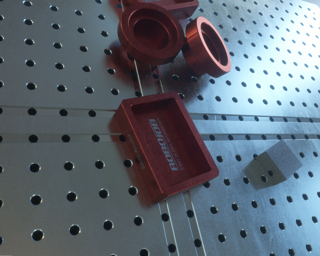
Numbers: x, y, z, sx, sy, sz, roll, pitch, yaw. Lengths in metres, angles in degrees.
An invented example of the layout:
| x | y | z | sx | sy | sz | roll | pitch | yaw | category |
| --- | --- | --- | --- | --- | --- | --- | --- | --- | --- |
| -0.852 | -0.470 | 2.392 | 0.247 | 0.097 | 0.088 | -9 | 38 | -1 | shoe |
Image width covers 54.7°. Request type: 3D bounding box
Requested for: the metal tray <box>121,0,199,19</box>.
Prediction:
| x | y | z | sx | sy | sz | roll | pitch | yaw | category |
| --- | --- | --- | --- | --- | --- | --- | --- | --- | --- |
| -0.004 | -0.232 | 0.543 | 0.131 | 0.030 | 0.090 | -26 | 76 | -37 | metal tray |

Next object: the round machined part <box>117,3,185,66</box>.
| x | y | z | sx | sy | sz | roll | pitch | yaw | category |
| --- | --- | --- | --- | --- | --- | --- | --- | --- | --- |
| -0.016 | -0.135 | 0.465 | 0.099 | 0.042 | 0.098 | 9 | 65 | -19 | round machined part |

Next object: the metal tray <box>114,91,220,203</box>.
| x | y | z | sx | sy | sz | roll | pitch | yaw | category |
| --- | --- | --- | --- | --- | --- | --- | --- | --- | --- |
| 0.008 | 0.019 | 0.397 | 0.091 | 0.030 | 0.130 | -14 | 69 | -34 | metal tray |

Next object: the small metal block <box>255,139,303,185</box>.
| x | y | z | sx | sy | sz | roll | pitch | yaw | category |
| --- | --- | --- | --- | --- | --- | --- | --- | --- | --- |
| 0.182 | 0.052 | 0.474 | 0.050 | 0.025 | 0.050 | -25 | 76 | -37 | small metal block |

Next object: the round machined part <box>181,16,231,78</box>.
| x | y | z | sx | sy | sz | roll | pitch | yaw | category |
| --- | --- | --- | --- | --- | --- | --- | --- | --- | --- |
| 0.070 | -0.123 | 0.494 | 0.098 | 0.042 | 0.098 | 33 | 44 | -38 | round machined part |
